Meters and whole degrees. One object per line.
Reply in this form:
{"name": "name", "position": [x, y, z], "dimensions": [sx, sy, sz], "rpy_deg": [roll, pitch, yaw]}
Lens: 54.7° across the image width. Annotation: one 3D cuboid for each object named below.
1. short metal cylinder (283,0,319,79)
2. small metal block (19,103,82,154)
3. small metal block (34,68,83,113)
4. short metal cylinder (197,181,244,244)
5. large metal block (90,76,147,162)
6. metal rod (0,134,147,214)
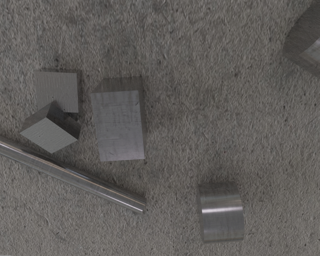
{"name": "short metal cylinder", "position": [0.186, -0.100, 0.345], "dimensions": [0.050, 0.080, 0.080], "rpy_deg": [29, 108, -10]}
{"name": "small metal block", "position": [-0.138, 0.002, 0.393], "dimensions": [0.050, 0.025, 0.050], "rpy_deg": [-25, 132, 26]}
{"name": "small metal block", "position": [-0.126, -0.048, 0.391], "dimensions": [0.050, 0.025, 0.050], "rpy_deg": [2, 110, -1]}
{"name": "short metal cylinder", "position": [0.080, 0.115, 0.424], "dimensions": [0.050, 0.080, 0.079], "rpy_deg": [-5, 110, 2]}
{"name": "large metal block", "position": [-0.045, -0.015, 0.375], "dimensions": [0.050, 0.080, 0.079], "rpy_deg": [-4, 110, 1]}
{"name": "metal rod", "position": [-0.159, 0.049, 0.426], "dimensions": [0.301, 0.025, 0.025], "rpy_deg": [26, 108, -10]}
